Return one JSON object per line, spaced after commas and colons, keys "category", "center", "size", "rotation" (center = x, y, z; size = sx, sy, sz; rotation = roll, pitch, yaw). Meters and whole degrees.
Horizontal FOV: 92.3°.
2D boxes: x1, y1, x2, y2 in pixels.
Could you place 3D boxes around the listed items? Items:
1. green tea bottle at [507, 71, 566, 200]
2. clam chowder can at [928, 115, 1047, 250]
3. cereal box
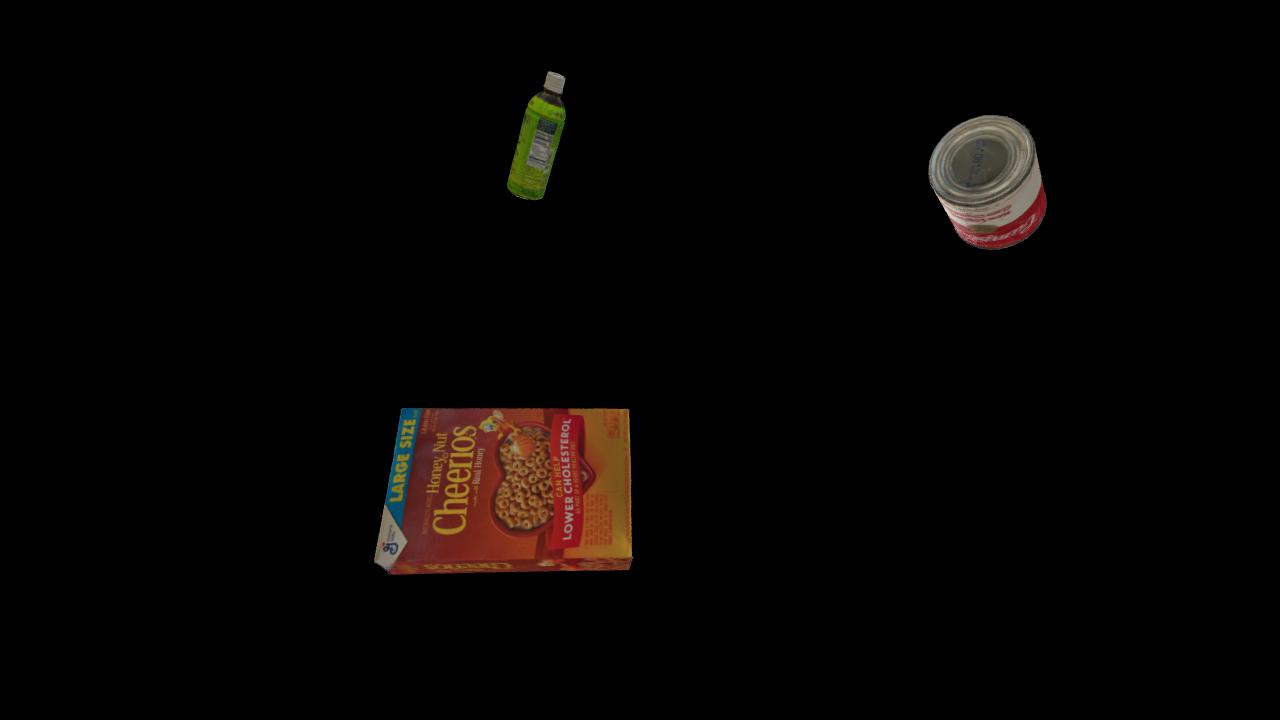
{"category": "green tea bottle", "center": [-0.172, -0.386, 1.065], "size": [0.073, 0.212, 0.073], "rotation": [19, 31, -12]}
{"category": "clam chowder can", "center": [0.263, -0.131, 0.463], "size": [0.068, 0.068, 0.102], "rotation": [0, -10, 37]}
{"category": "cereal box", "center": [-0.164, 0.165, 0.795], "size": [0.306, 0.203, 0.081], "rotation": [1, -32, -4]}
